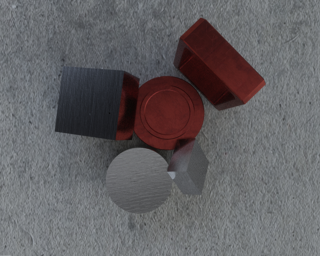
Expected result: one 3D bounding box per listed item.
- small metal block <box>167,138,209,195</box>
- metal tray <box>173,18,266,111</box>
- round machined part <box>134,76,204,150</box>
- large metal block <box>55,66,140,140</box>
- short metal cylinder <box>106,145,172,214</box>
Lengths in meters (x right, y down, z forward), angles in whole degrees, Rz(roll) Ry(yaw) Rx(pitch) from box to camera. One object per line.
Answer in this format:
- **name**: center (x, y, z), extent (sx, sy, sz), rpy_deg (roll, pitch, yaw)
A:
- **small metal block**: center (0.037, 0.049, 0.388), extent (0.025, 0.050, 0.050), rpy_deg (-6, 135, 30)
- **metal tray**: center (0.060, -0.065, 0.358), extent (0.030, 0.130, 0.090), rpy_deg (-44, 91, 0)
- **round machined part**: center (0.009, -0.020, 0.404), extent (0.099, 0.042, 0.097), rpy_deg (0, 90, -1)
- **large metal block**: center (-0.076, -0.030, 0.385), extent (0.080, 0.050, 0.079), rpy_deg (7, 90, 16)
- **short metal cylinder**: center (-0.025, 0.063, 0.399), extent (0.081, 0.050, 0.079), rpy_deg (0, 90, -1)
